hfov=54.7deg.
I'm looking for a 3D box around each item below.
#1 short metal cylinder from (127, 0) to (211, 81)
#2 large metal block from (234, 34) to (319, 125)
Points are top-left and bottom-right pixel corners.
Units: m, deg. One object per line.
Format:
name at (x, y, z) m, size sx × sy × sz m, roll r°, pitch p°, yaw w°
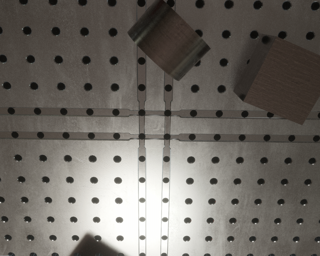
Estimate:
short metal cylinder at (0.010, -0.099, 0.348) m, size 0.080 × 0.080 × 0.050 m, roll 41°, pitch 105°, yaw -14°
large metal block at (0.150, -0.060, 0.380) m, size 0.080 × 0.050 × 0.079 m, roll 21°, pitch 109°, yaw -8°
